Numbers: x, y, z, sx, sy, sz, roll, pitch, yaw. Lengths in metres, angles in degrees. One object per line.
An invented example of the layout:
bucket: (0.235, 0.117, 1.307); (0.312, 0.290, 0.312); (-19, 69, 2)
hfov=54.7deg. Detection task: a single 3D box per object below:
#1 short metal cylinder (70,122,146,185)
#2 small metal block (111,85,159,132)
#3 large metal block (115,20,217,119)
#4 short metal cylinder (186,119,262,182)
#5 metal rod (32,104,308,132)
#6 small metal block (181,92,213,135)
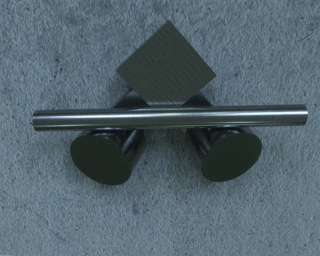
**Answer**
short metal cylinder: (-0.064, 0.026, 0.391); (0.080, 0.050, 0.079); (11, 129, 14)
small metal block: (-0.030, -0.023, 0.402); (0.050, 0.025, 0.050); (-42, 105, 12)
large metal block: (0.007, -0.070, 0.370); (0.080, 0.050, 0.080); (-40, 106, 13)
short metal cylinder: (0.079, 0.022, 0.392); (0.081, 0.050, 0.079); (-12, 130, -14)
metal rod: (0.011, -0.011, 0.352); (0.302, 0.025, 0.025); (-1, 110, 0)
small metal block: (0.042, -0.021, 0.403); (0.050, 0.025, 0.050); (-41, 105, 13)
